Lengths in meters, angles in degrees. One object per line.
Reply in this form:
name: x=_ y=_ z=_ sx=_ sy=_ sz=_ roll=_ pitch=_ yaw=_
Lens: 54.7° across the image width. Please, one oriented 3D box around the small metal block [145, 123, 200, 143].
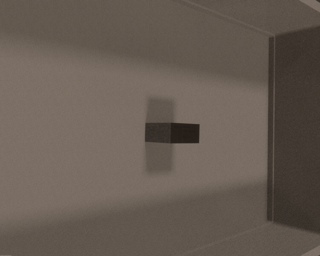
small metal block: x=0.016 y=0.007 z=0.406 sx=0.050 sy=0.050 sz=0.025 roll=2 pitch=89 yaw=-40
